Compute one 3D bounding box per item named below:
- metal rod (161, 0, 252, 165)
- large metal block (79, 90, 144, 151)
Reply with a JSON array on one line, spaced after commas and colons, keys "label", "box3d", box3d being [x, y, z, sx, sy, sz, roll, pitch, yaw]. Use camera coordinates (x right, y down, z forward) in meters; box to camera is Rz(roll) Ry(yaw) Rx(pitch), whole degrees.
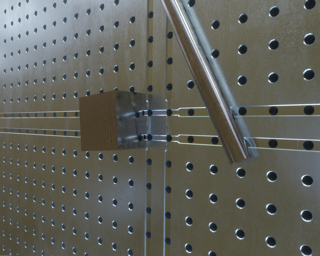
[{"label": "metal rod", "box3d": [0.038, -0.099, 0.377, 0.025, 0.025, 0.299, -32, 70, 35]}, {"label": "large metal block", "box3d": [-0.071, -0.008, 0.452, 0.080, 0.050, 0.080, -5, 87, 40]}]
